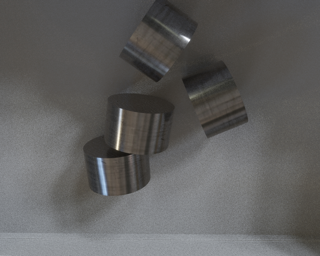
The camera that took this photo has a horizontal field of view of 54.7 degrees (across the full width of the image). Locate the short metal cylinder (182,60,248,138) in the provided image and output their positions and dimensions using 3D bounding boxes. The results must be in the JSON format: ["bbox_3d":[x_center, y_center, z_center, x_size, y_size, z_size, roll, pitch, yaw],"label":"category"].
[{"bbox_3d":[0.065,-0.034,0.370,0.050,0.080,0.080,-23,109,8],"label":"short metal cylinder"}]

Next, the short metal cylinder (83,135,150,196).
[{"bbox_3d":[-0.054,0.044,0.397,0.080,0.080,0.050,-3,110,1],"label":"short metal cylinder"}]

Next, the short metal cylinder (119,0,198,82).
[{"bbox_3d":[-0.002,-0.098,0.346,0.050,0.080,0.080,34,107,-12],"label":"short metal cylinder"}]

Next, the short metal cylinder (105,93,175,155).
[{"bbox_3d":[-0.026,-0.007,0.379,0.081,0.080,0.050,8,110,-3],"label":"short metal cylinder"}]

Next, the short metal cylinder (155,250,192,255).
[{"bbox_3d":[0.022,0.234,0.470,0.081,0.080,0.050,1,110,-1],"label":"short metal cylinder"}]
